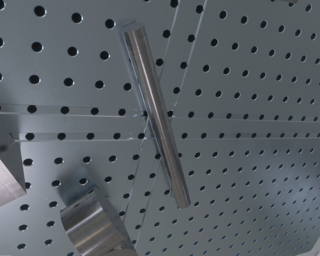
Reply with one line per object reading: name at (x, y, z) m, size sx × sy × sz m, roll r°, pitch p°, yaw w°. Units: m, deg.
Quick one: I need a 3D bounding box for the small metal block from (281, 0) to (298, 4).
small metal block at (0.162, -0.191, 0.381) m, size 0.050 × 0.025 × 0.050 m, roll 24°, pitch 105°, yaw -37°

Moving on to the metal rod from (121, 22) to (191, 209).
metal rod at (0.005, 0.007, 0.418) m, size 0.025 × 0.025 × 0.298 m, roll -26°, pitch 128°, yaw -12°

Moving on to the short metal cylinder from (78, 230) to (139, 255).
short metal cylinder at (-0.079, 0.194, 0.473) m, size 0.081 × 0.050 × 0.079 m, roll -14°, pitch 124°, yaw -21°

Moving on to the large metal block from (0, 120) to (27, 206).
large metal block at (-0.184, 0.042, 0.301) m, size 0.080 × 0.080 × 0.050 m, roll -26°, pitch 128°, yaw -12°

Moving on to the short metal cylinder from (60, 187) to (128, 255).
short metal cylinder at (-0.085, 0.125, 0.407) m, size 0.050 × 0.080 × 0.080 m, roll -34°, pitch 129°, yaw -6°
